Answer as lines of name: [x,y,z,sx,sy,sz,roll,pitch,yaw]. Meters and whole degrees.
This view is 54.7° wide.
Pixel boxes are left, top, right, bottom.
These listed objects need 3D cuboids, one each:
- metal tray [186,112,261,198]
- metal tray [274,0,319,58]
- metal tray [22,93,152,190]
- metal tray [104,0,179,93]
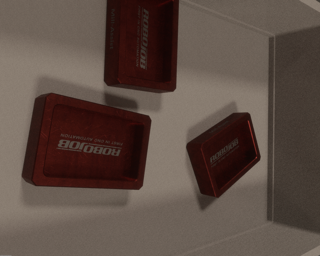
metal tray: [0.106,0.039,0.495,0.131,0.030,0.089,-30,109,-36]
metal tray: [0.294,-0.222,0.656,0.090,0.030,0.130,52,60,-28]
metal tray: [-0.074,0.019,0.342,0.131,0.030,0.090,12,82,-40]
metal tray: [-0.020,-0.113,0.387,0.091,0.030,0.129,3,88,-40]
